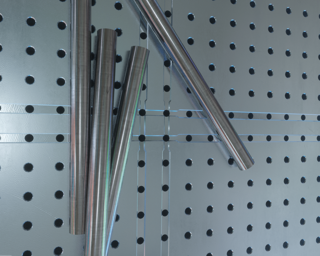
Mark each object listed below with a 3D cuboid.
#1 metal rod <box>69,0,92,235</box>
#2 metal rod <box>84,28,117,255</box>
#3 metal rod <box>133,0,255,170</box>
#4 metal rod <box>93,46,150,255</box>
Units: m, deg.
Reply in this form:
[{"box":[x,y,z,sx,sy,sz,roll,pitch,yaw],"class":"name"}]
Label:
[{"box":[-0.097,-0.023,0.377,0.025,0.025,0.298,0,90,-20],"class":"metal rod"},{"box":[-0.071,0.028,0.372,0.025,0.025,0.298,4,83,-20],"class":"metal rod"},{"box":[0.048,-0.066,0.431,0.025,0.025,0.299,-37,102,-16],"class":"metal rod"},{"box":[-0.054,0.044,0.393,0.025,0.025,0.298,13,86,-20],"class":"metal rod"}]
